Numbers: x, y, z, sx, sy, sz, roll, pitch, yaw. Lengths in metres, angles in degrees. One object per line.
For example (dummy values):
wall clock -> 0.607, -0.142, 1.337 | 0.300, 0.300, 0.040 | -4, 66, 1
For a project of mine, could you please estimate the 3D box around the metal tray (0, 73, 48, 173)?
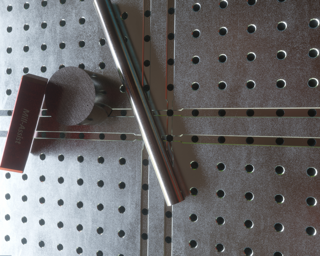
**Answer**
metal tray -> -0.194, -0.011, 0.447 | 0.030, 0.090, 0.129 | 15, 96, -20

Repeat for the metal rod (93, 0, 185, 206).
metal rod -> -0.031, -0.041, 0.423 | 0.025, 0.025, 0.299 | -23, 83, 18

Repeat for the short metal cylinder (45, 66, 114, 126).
short metal cylinder -> -0.113, -0.043, 0.439 | 0.080, 0.050, 0.079 | 0, 90, 20
